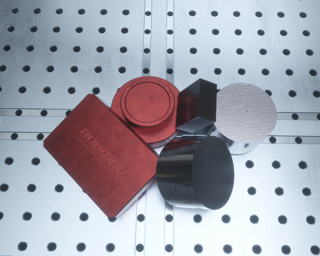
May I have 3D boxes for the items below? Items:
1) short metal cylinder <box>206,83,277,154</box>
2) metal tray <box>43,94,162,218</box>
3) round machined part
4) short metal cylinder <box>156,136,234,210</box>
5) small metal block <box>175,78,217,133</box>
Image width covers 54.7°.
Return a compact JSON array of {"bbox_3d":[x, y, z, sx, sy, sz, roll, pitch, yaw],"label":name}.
[{"bbox_3d":[0.102,-0.011,0.400,0.081,0.050,0.080,0,70,0],"label":"short metal cylinder"},{"bbox_3d":[-0.068,0.032,0.381,0.130,0.030,0.090,44,91,13],"label":"metal tray"},{"bbox_3d":[-0.016,-0.026,0.408,0.099,0.042,0.098,0,70,0],"label":"round machined part"},{"bbox_3d":[0.042,0.051,0.354,0.050,0.080,0.080,-9,63,43],"label":"short metal cylinder"},{"bbox_3d":[0.045,-0.026,0.385,0.025,0.050,0.050,16,67,-24],"label":"small metal block"}]
